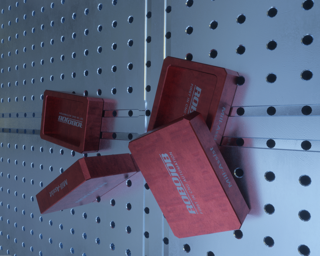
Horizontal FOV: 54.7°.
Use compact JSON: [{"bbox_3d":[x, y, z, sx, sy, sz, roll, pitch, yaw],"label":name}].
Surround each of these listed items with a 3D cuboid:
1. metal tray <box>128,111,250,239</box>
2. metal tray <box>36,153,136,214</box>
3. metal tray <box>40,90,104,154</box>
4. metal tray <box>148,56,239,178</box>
[{"bbox_3d":[0.031,0.056,0.351,0.090,0.030,0.129,-24,95,36],"label":"metal tray"},{"bbox_3d":[-0.108,0.082,0.453,0.130,0.091,0.030,-37,68,33],"label":"metal tray"},{"bbox_3d":[-0.154,-0.014,0.530,0.130,0.030,0.089,13,98,39],"label":"metal tray"},{"bbox_3d":[0.033,-0.014,0.376,0.090,0.030,0.129,22,104,37],"label":"metal tray"}]
